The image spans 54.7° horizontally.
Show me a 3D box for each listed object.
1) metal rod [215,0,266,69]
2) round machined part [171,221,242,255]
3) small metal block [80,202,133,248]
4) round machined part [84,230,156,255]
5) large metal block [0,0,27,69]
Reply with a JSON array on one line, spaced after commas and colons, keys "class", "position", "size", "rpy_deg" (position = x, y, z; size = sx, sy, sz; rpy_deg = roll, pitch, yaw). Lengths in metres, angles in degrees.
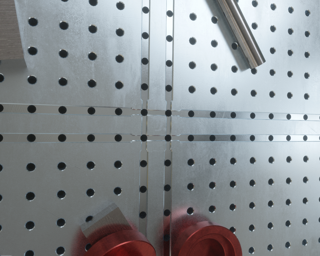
[{"class": "metal rod", "position": [0.073, -0.222, 0.439], "size": [0.025, 0.025, 0.299], "rpy_deg": [-34, 101, -17]}, {"class": "round machined part", "position": [0.060, 0.177, 0.426], "size": [0.099, 0.042, 0.097], "rpy_deg": [0, 90, -20]}, {"class": "small metal block", "position": [-0.064, 0.131, 0.389], "size": [0.050, 0.025, 0.050], "rpy_deg": [-33, 101, -17]}, {"class": "round machined part", "position": [-0.046, 0.175, 0.367], "size": [0.099, 0.042, 0.097], "rpy_deg": [-16, 121, -28]}, {"class": "large metal block", "position": [-0.193, -0.105, 0.328], "size": [0.081, 0.050, 0.079], "rpy_deg": [-10, 93, -20]}]
